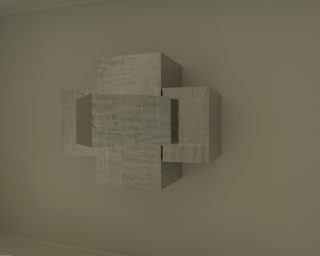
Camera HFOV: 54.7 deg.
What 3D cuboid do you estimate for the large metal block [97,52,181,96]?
[{"bbox_3d":[-0.023,-0.058,0.388,0.080,0.080,0.050,0,90,20],"label":"large metal block"}]

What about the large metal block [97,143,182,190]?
[{"bbox_3d":[-0.023,0.042,0.388,0.080,0.080,0.050,0,90,20],"label":"large metal block"}]

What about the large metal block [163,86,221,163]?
[{"bbox_3d":[0.040,-0.004,0.364,0.050,0.080,0.080,0,90,19],"label":"large metal block"}]

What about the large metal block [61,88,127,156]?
[{"bbox_3d":[-0.084,-0.007,0.410,0.050,0.080,0.080,0,90,20],"label":"large metal block"}]

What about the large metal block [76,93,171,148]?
[{"bbox_3d":[-0.042,-0.007,0.335,0.081,0.080,0.050,0,90,-25],"label":"large metal block"}]
